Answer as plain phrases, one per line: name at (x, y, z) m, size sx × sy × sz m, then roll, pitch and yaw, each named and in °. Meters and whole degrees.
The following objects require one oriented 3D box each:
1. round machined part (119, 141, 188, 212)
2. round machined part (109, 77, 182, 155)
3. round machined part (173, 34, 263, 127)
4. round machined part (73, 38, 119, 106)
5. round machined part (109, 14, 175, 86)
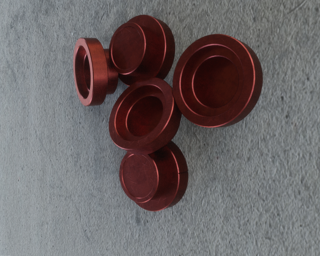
round machined part at (-0.015, 0.060, 0.405) m, size 0.098 × 0.042 × 0.097 m, roll 0°, pitch 90°, yaw 39°
round machined part at (-0.014, -0.012, 0.391) m, size 0.098 × 0.042 × 0.098 m, roll -17°, pitch 58°, yaw 29°
round machined part at (0.065, -0.049, 0.340) m, size 0.098 × 0.042 × 0.097 m, roll 0°, pitch 90°, yaw 39°
round machined part at (-0.093, -0.082, 0.456) m, size 0.098 × 0.042 × 0.097 m, roll 22°, pitch 116°, yaw 57°
round machined part at (-0.031, -0.104, 0.418) m, size 0.098 × 0.042 × 0.097 m, roll 0°, pitch 90°, yaw 39°
